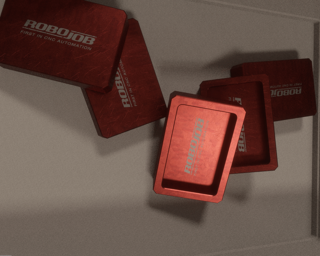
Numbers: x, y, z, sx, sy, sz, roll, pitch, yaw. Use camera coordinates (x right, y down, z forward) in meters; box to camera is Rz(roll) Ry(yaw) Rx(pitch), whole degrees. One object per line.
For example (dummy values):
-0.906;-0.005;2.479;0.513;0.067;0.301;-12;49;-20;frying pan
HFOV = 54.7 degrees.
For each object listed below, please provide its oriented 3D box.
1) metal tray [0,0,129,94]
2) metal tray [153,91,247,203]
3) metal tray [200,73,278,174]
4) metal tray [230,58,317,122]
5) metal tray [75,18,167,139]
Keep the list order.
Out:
-0.109;-0.098;0.346;0.131;0.030;0.090;14;84;-1;metal tray
0.046;0.025;0.391;0.091;0.030;0.129;10;106;-4;metal tray
0.107;-0.004;0.427;0.090;0.030;0.129;-6;93;9;metal tray
0.176;-0.056;0.475;0.131;0.030;0.089;-8;93;-20;metal tray
-0.053;-0.062;0.389;0.091;0.030;0.129;-21;97;-19;metal tray
